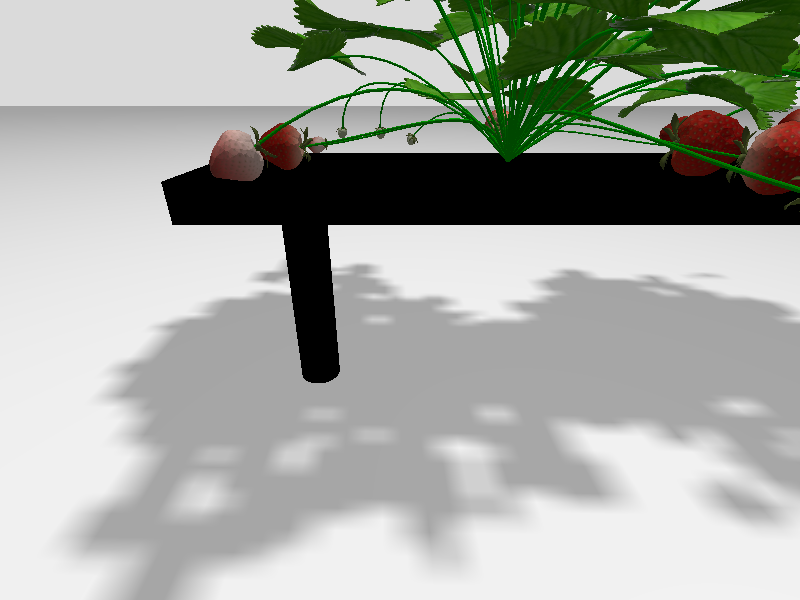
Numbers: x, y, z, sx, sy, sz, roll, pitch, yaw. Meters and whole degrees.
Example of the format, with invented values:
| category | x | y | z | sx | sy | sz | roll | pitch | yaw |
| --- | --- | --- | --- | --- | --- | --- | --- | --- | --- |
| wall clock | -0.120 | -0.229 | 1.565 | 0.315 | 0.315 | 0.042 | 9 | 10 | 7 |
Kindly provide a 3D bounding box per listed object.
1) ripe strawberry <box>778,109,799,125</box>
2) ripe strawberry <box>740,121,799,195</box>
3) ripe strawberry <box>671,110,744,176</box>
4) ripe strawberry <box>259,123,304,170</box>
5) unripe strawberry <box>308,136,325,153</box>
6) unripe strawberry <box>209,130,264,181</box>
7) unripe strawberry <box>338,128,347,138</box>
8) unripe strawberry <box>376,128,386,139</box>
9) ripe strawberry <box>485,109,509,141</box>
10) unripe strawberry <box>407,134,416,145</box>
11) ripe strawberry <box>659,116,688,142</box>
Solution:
| category | x | y | z | sx | sy | sz | roll | pitch | yaw |
| --- | --- | --- | --- | --- | --- | --- | --- | --- | --- |
| ripe strawberry | 0.495 | -0.220 | 0.502 | 0.034 | 0.036 | 0.037 | -6 | 19 | -11 |
| ripe strawberry | 0.215 | -0.077 | 0.220 | 0.040 | 0.039 | 0.037 | 24 | 36 | 37 |
| ripe strawberry | 0.201 | -0.101 | 0.261 | 0.039 | 0.041 | 0.036 | 17 | 32 | 28 |
| ripe strawberry | -0.089 | -0.114 | 0.297 | 0.034 | 0.033 | 0.031 | -6 | 28 | -9 |
| unripe strawberry | -0.078 | -0.145 | 0.373 | 0.017 | 0.014 | 0.017 | 7 | 28 | 14 |
| unripe strawberry | -0.104 | -0.088 | 0.251 | 0.033 | 0.032 | 0.030 | -30 | 35 | -10 |
| unripe strawberry | -0.057 | -0.166 | 0.397 | 0.010 | 0.010 | 0.009 | 14 | 30 | 25 |
| unripe strawberry | -0.022 | -0.185 | 0.445 | 0.011 | 0.011 | 0.011 | -21 | 34 | -35 |
| ripe strawberry | 0.120 | -0.210 | 0.482 | 0.034 | 0.036 | 0.037 | 4 | 27 | 9 |
| unripe strawberry | 0.012 | -0.175 | 0.438 | 0.010 | 0.011 | 0.011 | -17 | -9 | -29 |
| ripe strawberry | 0.271 | -0.162 | 0.390 | 0.031 | 0.031 | 0.034 | 3 | 27 | 15 |
